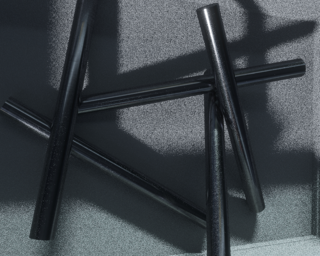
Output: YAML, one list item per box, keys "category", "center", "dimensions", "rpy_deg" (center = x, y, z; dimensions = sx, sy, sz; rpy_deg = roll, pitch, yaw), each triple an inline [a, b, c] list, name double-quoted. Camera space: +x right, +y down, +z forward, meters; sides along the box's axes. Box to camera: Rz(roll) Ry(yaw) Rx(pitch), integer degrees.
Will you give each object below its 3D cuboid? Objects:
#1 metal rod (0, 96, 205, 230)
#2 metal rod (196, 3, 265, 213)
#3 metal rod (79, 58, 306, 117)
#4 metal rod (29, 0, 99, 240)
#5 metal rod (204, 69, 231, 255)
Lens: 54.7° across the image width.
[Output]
- category: "metal rod"
  center: [-0.053, 0.053, 0.391]
  dimensions: [0.301, 0.025, 0.025]
  rpy_deg: [33, 79, -17]
- category: "metal rod"
  center: [0.099, -0.007, 0.403]
  dimensions: [0.025, 0.025, 0.298]
  rpy_deg: [-30, 117, -18]
- category: "metal rod"
  center: [0.045, -0.054, 0.399]
  dimensions: [0.302, 0.025, 0.025]
  rpy_deg: [-11, 94, -9]
- category: "metal rod"
  center: [-0.103, -0.031, 0.351]
  dimensions: [0.025, 0.025, 0.299]
  rpy_deg: [12, 78, -20]
- category: "metal rod"
  center: [0.067, 0.055, 0.372]
  dimensions: [0.025, 0.025, 0.299]
  rpy_deg: [14, 60, -20]
